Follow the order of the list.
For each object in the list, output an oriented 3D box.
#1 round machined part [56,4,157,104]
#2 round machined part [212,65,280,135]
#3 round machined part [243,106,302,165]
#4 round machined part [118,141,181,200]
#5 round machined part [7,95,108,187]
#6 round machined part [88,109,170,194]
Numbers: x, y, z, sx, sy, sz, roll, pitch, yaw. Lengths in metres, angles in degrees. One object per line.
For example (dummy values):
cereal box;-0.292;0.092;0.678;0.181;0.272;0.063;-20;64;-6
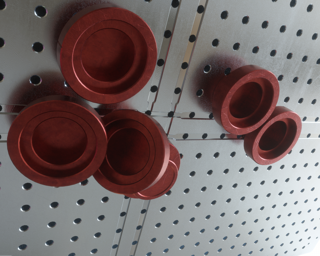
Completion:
round machined part;-0.056;-0.077;0.321;0.099;0.042;0.097;-14;124;-21
round machined part;0.115;-0.042;0.436;0.099;0.042;0.097;-14;124;-21
round machined part;0.175;0.008;0.499;0.099;0.042;0.097;-14;124;-21
round machined part;-0.014;0.060;0.429;0.099;0.042;0.097;-14;124;-21
round machined part;-0.108;0.011;0.337;0.099;0.042;0.097;-5;112;-11
round machined part;-0.035;0.028;0.374;0.098;0.098;0.042;-52;164;8
